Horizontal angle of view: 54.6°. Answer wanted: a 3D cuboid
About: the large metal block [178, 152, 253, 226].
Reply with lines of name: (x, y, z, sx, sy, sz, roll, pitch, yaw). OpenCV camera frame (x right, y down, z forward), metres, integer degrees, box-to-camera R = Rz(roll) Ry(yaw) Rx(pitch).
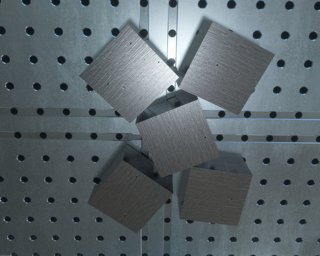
large metal block: (0.073, 0.083, 0.431, 0.080, 0.050, 0.079, 8, 110, -4)

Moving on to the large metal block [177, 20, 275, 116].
large metal block: (0.074, -0.073, 0.372, 0.080, 0.050, 0.080, 23, 108, -12)

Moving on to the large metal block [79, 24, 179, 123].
large metal block: (-0.035, -0.067, 0.375, 0.080, 0.050, 0.080, -42, 104, 14)

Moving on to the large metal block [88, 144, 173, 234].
large metal block: (-0.039, 0.084, 0.429, 0.080, 0.050, 0.080, 36, 106, -12)

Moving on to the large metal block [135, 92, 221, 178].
large metal block: (0.023, 0.007, 0.402, 0.080, 0.050, 0.080, -21, 109, 7)
